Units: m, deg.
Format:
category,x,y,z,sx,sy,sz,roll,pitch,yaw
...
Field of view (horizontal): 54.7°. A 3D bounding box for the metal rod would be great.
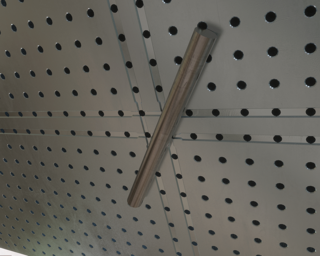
category,x,y,z,sx,sy,sz,roll,pitch,yaw
metal rod,0.003,0.010,0.414,0.025,0.025,0.298,29,128,9
